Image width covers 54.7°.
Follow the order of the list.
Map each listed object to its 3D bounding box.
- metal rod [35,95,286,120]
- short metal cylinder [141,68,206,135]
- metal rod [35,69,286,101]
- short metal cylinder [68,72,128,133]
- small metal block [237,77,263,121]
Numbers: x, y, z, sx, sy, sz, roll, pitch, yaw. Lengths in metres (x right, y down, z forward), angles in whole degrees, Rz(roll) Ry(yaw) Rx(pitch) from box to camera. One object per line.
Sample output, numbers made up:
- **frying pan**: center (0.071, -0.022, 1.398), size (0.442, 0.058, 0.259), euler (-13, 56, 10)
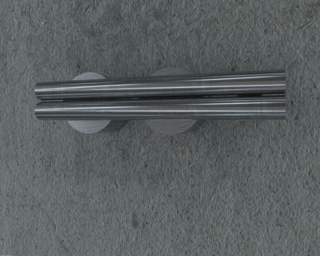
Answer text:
- **metal rod**: center (-0.016, -0.022, 0.362), size (0.301, 0.025, 0.025), euler (0, 90, 19)
- **short metal cylinder**: center (0.020, -0.032, 0.390), size (0.080, 0.050, 0.080), euler (0, 90, 20)
- **metal rod**: center (-0.016, -0.048, 0.362), size (0.301, 0.025, 0.025), euler (0, 90, 19)
- **short metal cylinder**: center (-0.084, -0.033, 0.426), size (0.080, 0.050, 0.080), euler (0, 90, 20)
- **small metal block**: center (0.106, -0.033, 0.361), size (0.025, 0.050, 0.050), euler (-2, 89, 20)
